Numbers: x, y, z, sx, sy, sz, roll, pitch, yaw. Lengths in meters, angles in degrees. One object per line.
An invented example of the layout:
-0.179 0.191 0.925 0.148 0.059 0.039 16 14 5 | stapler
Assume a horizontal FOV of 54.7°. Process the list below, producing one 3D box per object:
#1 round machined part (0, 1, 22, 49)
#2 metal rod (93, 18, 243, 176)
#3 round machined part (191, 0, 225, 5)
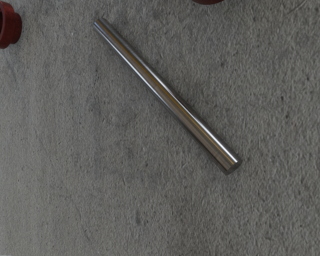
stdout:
-0.332 -0.218 0.664 0.098 0.042 0.097 0 90 39 | round machined part
-0.005 -0.058 0.407 0.300 0.025 0.025 50 119 28 | metal rod
0.062 -0.185 0.341 0.098 0.042 0.097 0 90 39 | round machined part
